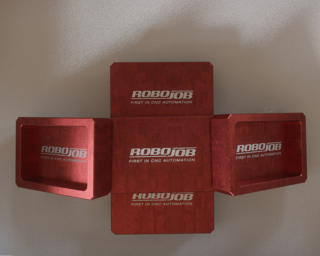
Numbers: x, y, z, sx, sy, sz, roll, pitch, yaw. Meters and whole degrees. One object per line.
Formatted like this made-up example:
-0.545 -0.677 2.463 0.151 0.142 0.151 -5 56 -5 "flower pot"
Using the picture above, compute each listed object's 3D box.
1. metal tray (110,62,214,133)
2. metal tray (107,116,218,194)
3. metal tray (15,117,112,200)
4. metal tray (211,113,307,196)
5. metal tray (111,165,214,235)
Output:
0.003 -0.039 0.406 0.131 0.030 0.089 0 90 -1 "metal tray"
0.003 0.032 0.377 0.131 0.030 0.089 -1 90 -1 "metal tray"
-0.120 0.032 0.376 0.130 0.030 0.089 2 91 29 "metal tray"
0.124 0.027 0.377 0.131 0.030 0.089 -2 91 -30 "metal tray"
0.003 0.090 0.406 0.131 0.030 0.089 0 90 -1 "metal tray"
